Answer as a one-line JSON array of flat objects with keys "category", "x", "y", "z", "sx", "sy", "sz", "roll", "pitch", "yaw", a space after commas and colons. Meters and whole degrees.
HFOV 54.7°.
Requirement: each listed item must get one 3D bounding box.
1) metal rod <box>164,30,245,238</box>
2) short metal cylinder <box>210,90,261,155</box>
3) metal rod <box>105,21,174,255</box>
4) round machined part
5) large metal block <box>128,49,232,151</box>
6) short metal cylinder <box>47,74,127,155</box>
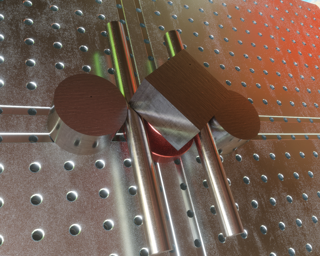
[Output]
[{"category": "metal rod", "x": 0.051, "y": -0.010, "z": 0.415, "sx": 0.025, "sy": 0.025, "sz": 0.299, "roll": 0, "pitch": 62, "yaw": -28}, {"category": "short metal cylinder", "x": 0.096, "y": -0.008, "z": 0.448, "sx": 0.081, "sy": 0.050, "sz": 0.080, "roll": 14, "pitch": 56, "yaw": -21}, {"category": "metal rod", "x": -0.031, "y": -0.009, "z": 0.369, "sx": 0.025, "sy": 0.025, "sz": 0.299, "roll": 0, "pitch": 62, "yaw": -28}, {"category": "round machined part", "x": 0.003, "y": -0.007, "z": 0.404, "sx": 0.099, "sy": 0.042, "sz": 0.098, "roll": 14, "pitch": 56, "yaw": -21}, {"category": "large metal block", "x": 0.025, "y": -0.035, "z": 0.366, "sx": 0.080, "sy": 0.050, "sz": 0.080, "roll": 44, "pitch": 51, "yaw": 2}, {"category": "short metal cylinder", "x": -0.084, "y": -0.015, "z": 0.356, "sx": 0.081, "sy": 0.050, "sz": 0.080, "roll": 14, "pitch": 56, "yaw": -21}]
